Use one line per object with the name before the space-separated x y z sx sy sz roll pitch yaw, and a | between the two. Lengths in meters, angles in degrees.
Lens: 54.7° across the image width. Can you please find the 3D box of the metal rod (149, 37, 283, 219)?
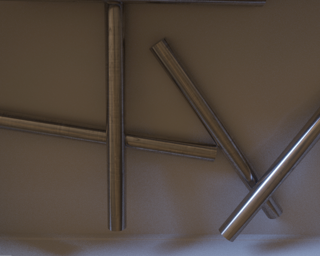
metal rod | 0.084 0.011 0.416 0.025 0.025 0.300 -34 107 11

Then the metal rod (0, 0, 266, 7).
metal rod | -0.031 -0.146 0.332 0.302 0.025 0.025 -2 111 -10

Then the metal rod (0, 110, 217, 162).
metal rod | -0.074 0.011 0.414 0.302 0.025 0.025 9 110 -4

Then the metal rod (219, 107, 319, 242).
metal rod | 0.179 0.030 0.406 0.025 0.025 0.299 34 99 -12

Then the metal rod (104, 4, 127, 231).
metal rod | -0.054 -0.014 0.383 0.025 0.025 0.298 1 102 -1
